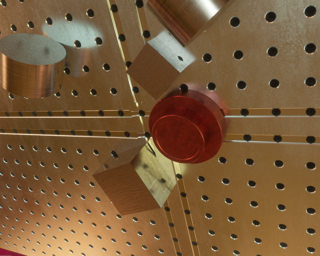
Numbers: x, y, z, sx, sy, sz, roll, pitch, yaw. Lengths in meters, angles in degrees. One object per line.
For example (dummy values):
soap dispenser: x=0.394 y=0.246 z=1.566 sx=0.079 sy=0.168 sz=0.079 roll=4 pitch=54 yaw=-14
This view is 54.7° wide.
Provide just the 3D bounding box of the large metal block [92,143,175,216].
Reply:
large metal block: x=-0.039 y=0.078 z=0.462 sx=0.080 sy=0.050 sz=0.080 roll=-22 pitch=107 yaw=36

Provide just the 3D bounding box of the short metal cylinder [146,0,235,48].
short metal cylinder: x=0.034 y=-0.120 z=0.283 sx=0.050 sy=0.080 sz=0.080 roll=47 pitch=129 yaw=-5

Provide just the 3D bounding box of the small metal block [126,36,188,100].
small metal block: x=-0.004 y=-0.070 z=0.369 sx=0.050 sy=0.025 sz=0.050 roll=43 pitch=129 yaw=-2

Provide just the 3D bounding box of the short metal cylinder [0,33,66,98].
short metal cylinder: x=-0.169 y=-0.084 z=0.411 sx=0.080 sy=0.080 sz=0.050 roll=28 pitch=128 yaw=10

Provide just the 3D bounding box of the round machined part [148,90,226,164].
round machined part: x=0.029 y=0.005 z=0.387 sx=0.098 sy=0.042 sz=0.097 roll=13 pitch=124 yaw=21
